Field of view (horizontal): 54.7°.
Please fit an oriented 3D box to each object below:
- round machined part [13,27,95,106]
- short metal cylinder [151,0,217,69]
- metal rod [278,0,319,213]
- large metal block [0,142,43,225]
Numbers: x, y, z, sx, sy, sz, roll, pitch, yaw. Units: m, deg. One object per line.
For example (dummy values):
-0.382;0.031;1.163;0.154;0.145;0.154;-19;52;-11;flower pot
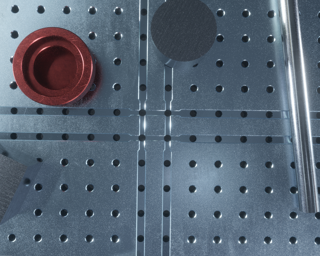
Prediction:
-0.133;-0.076;0.403;0.099;0.042;0.097;0;90;-1;round machined part
0.029;-0.121;0.401;0.081;0.050;0.079;0;90;-1;short metal cylinder
0.185;-0.038;0.415;0.025;0.025;0.298;-6;90;-1;metal rod
-0.213;0.065;0.398;0.080;0.050;0.080;26;90;-1;large metal block
